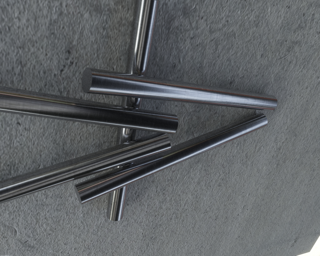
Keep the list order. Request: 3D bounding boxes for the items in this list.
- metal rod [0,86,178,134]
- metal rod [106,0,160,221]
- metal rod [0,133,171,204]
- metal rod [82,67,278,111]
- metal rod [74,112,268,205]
[{"bbox_3d":[-0.118,-0.023,0.312,0.302,0.025,0.025,8,115,-26],"label":"metal rod"},{"bbox_3d":[-0.039,-0.004,0.386,0.025,0.025,0.298,-3,120,-27],"label":"metal rod"},{"bbox_3d":[-0.132,0.058,0.355,0.302,0.025,0.025,-17,126,-13],"label":"metal rod"},{"bbox_3d":[0.050,-0.043,0.390,0.302,0.025,0.025,2,118,-37],"label":"metal rod"},{"bbox_3d":[0.032,0.033,0.428,0.302,0.025,0.025,-19,127,-25],"label":"metal rod"}]
